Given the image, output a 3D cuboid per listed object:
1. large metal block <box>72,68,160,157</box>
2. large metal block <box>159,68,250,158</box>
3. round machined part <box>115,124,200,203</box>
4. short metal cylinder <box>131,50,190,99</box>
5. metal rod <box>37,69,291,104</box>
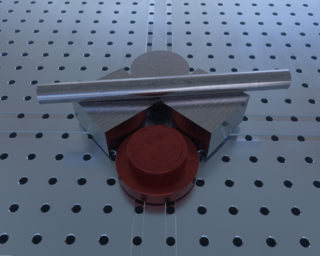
[{"bbox_3d":[-0.058,-0.023,0.405,0.081,0.050,0.080,-32,59,-25],"label":"large metal block"},{"bbox_3d":[0.055,-0.022,0.402,0.080,0.050,0.080,35,59,25],"label":"large metal block"},{"bbox_3d":[-0.003,0.034,0.362,0.099,0.042,0.098,0,50,0],"label":"round machined part"},{"bbox_3d":[0.000,-0.066,0.442,0.081,0.050,0.080,0,50,0],"label":"short metal cylinder"},{"bbox_3d":[0.007,-0.051,0.378,0.302,0.025,0.025,-4,50,-3],"label":"metal rod"}]
